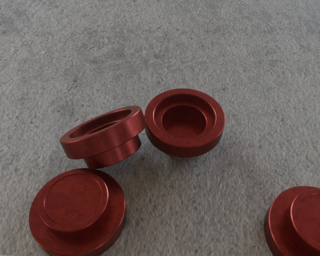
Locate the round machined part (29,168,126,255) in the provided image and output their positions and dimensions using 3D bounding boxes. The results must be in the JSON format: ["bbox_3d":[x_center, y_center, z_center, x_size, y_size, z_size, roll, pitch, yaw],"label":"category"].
[{"bbox_3d":[-0.086,0.083,0.322,0.099,0.042,0.098,0,50,0],"label":"round machined part"}]

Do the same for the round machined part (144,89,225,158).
[{"bbox_3d":[0.030,-0.002,0.394,0.099,0.042,0.098,0,50,0],"label":"round machined part"}]

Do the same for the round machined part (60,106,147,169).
[{"bbox_3d":[-0.061,0.013,0.360,0.098,0.042,0.098,-19,16,6],"label":"round machined part"}]

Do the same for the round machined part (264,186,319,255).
[{"bbox_3d":[0.159,0.101,0.310,0.099,0.042,0.098,0,50,0],"label":"round machined part"}]
